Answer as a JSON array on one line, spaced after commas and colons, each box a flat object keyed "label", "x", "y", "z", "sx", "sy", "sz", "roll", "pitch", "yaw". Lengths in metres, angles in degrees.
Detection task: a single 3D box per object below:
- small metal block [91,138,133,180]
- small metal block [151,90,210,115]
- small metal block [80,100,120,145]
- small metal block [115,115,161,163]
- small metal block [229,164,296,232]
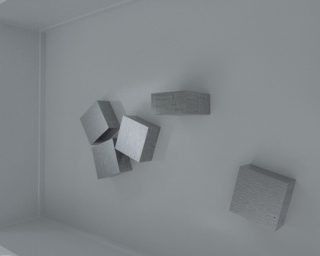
[{"label": "small metal block", "x": -0.073, "y": 0.046, "z": 0.464, "sx": 0.050, "sy": 0.025, "sz": 0.050, "roll": -23, "pitch": 76, "yaw": 37}, {"label": "small metal block", "x": 0.025, "y": -0.028, "z": 0.368, "sx": 0.050, "sy": 0.050, "sz": 0.025, "roll": 0, "pitch": 90, "yaw": 39}, {"label": "small metal block", "x": -0.093, "y": -0.008, "z": 0.481, "sx": 0.050, "sy": 0.025, "sz": 0.050, "roll": -40, "pitch": 66, "yaw": 32}, {"label": "small metal block", "x": -0.032, "y": 0.014, "z": 0.431, "sx": 0.050, "sy": 0.025, "sz": 0.050, "roll": 25, "pitch": 105, "yaw": 37}, {"label": "small metal block", "x": 0.105, "y": 0.070, "z": 0.319, "sx": 0.050, "sy": 0.025, "sz": 0.050, "roll": 18, "pitch": 102, "yaw": 38}]
